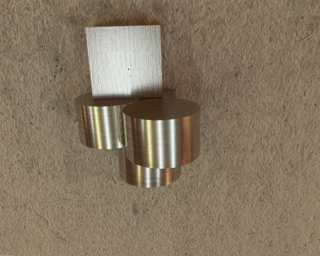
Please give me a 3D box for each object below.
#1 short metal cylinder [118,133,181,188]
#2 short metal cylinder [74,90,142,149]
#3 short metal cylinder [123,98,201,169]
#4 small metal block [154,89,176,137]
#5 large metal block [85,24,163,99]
[{"bbox_3d":[-0.013,0.033,0.394,0.081,0.080,0.050,0,110,0],"label":"short metal cylinder"},{"bbox_3d":[-0.059,-0.013,0.377,0.080,0.080,0.050,-2,110,0],"label":"short metal cylinder"},{"bbox_3d":[0.003,0.002,0.330,0.080,0.080,0.050,-2,110,0],"label":"short metal cylinder"},{"bbox_3d":[0.006,-0.020,0.393,0.025,0.050,0.050,1,110,-1],"label":"small metal block"},{"bbox_3d":[-0.039,-0.080,0.368,0.080,0.050,0.079,-2,110,0],"label":"large metal block"}]
